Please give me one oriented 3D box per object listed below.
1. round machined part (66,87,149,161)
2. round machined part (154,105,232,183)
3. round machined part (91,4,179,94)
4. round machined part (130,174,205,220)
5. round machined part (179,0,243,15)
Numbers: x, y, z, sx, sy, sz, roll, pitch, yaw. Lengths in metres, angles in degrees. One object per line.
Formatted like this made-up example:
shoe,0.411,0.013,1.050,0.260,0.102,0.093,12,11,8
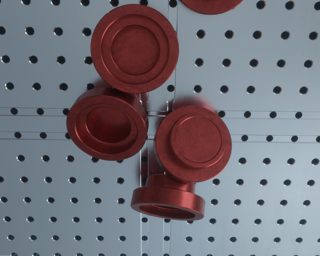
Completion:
round machined part,-0.063,-0.009,0.392,0.098,0.042,0.097,2,125,4
round machined part,0.043,0.018,0.386,0.099,0.042,0.098,2,76,-8
round machined part,-0.029,-0.091,0.365,0.099,0.042,0.097,-1,103,-4
round machined part,0.012,0.093,0.421,0.098,0.042,0.098,7,154,4
round machined part,0.059,-0.176,0.340,0.099,0.042,0.097,0,110,0
